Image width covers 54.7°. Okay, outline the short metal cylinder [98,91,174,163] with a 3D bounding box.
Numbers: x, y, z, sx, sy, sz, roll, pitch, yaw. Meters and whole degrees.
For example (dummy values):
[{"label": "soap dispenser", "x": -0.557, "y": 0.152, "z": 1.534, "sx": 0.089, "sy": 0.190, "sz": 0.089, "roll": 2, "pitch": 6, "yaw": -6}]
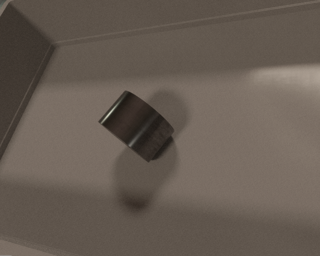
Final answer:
[{"label": "short metal cylinder", "x": -0.029, "y": -0.001, "z": 0.385, "sx": 0.080, "sy": 0.080, "sz": 0.050, "roll": 33, "pitch": 80, "yaw": 38}]
